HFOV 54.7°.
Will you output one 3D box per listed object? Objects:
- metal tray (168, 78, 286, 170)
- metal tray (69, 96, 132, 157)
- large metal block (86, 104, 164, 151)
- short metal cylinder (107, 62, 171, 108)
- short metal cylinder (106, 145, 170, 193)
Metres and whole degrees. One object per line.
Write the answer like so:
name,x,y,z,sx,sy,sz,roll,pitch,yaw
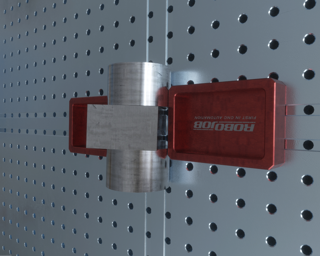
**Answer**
metal tray,0.069,-0.005,0.349,0.130,0.030,0.089,1,91,40
metal tray,-0.091,-0.003,0.481,0.130,0.030,0.089,2,91,40
large metal block,-0.039,-0.001,0.387,0.080,0.080,0.050,2,91,6
short metal cylinder,-0.026,-0.052,0.395,0.080,0.081,0.050,2,91,40
short metal cylinder,-0.028,0.049,0.396,0.080,0.081,0.050,3,92,40
